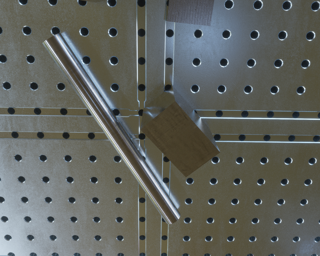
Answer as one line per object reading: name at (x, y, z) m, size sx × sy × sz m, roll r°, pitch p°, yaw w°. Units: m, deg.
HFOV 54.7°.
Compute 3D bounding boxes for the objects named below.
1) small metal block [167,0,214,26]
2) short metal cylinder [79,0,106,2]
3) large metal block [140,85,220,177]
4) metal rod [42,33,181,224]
small metal block at (0.036, -0.147, 0.360) m, size 0.050 × 0.025 × 0.050 m, roll 5°, pitch 110°, yaw -3°
short metal cylinder at (-0.078, -0.179, 0.333) m, size 0.081 × 0.050 × 0.079 m, roll 0°, pitch 110°, yaw -1°
large metal block at (0.023, 0.001, 0.385) m, size 0.050 × 0.080 × 0.080 m, roll -39°, pitch 106°, yaw 13°
metal rod at (-0.055, 0.013, 0.417) m, size 0.025 × 0.025 × 0.299 m, roll -29°, pitch 108°, yaw 10°
